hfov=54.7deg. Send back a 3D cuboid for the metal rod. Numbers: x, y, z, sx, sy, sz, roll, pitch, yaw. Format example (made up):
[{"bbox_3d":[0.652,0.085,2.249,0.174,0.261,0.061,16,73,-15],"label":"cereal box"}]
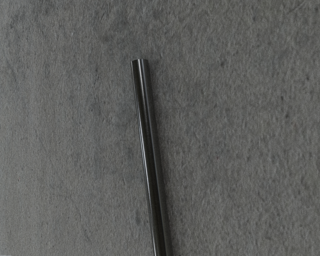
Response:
[{"bbox_3d":[-0.009,0.057,0.410,0.025,0.025,0.298,-12,82,39],"label":"metal rod"}]
